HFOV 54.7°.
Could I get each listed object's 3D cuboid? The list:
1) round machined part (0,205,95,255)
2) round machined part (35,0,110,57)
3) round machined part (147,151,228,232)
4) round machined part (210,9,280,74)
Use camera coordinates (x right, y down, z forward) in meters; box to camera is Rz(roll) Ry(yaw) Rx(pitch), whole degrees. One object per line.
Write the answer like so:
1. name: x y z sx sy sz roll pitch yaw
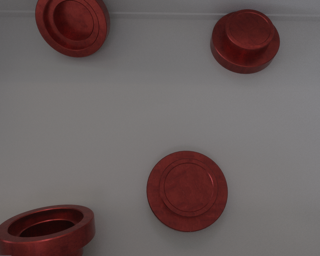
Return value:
1. round machined part: -0.119 0.120 0.332 0.099 0.098 0.042 -4 96 -2
2. round machined part: -0.118 -0.153 0.436 0.099 0.097 0.042 6 35 2
3. round machined part: 0.033 0.074 0.374 0.099 0.042 0.098 0 70 0
4. round machined part: 0.125 -0.132 0.449 0.099 0.042 0.098 0 70 0
